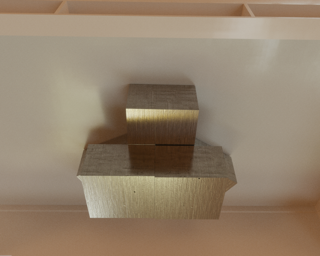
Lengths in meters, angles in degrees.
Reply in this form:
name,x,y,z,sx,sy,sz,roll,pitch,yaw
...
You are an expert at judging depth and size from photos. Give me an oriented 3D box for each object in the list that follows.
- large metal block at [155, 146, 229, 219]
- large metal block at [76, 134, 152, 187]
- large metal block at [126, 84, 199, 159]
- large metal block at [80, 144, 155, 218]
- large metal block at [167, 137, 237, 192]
name,x,y,z,sx,sy,sz,roll,pitch,yaw
large metal block,0.034,0.068,0.381,0.081,0.050,0.079,0,130,-1
large metal block,-0.057,0.062,0.443,0.080,0.050,0.080,-21,127,16
large metal block,0.002,-0.006,0.385,0.081,0.050,0.079,1,130,-1
large metal block,-0.047,0.066,0.381,0.081,0.050,0.079,0,130,-1
large metal block,0.049,0.067,0.446,0.080,0.050,0.080,28,125,-21
